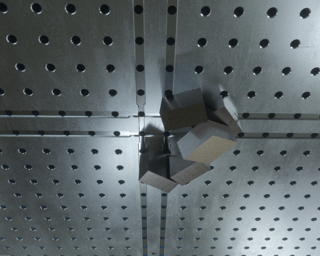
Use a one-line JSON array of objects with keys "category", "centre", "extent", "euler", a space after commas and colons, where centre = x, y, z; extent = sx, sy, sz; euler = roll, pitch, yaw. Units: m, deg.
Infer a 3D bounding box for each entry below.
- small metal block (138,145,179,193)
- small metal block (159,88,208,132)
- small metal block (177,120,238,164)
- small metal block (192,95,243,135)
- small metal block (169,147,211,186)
[{"category": "small metal block", "centre": [-0.002, 0.059, 0.446], "extent": [0.050, 0.050, 0.025], "euler": [27, 125, -21]}, {"category": "small metal block", "centre": [0.029, -0.023, 0.373], "extent": [0.050, 0.050, 0.025], "euler": [-13, 114, 10]}, {"category": "small metal block", "centre": [0.059, 0.018, 0.384], "extent": [0.050, 0.025, 0.050], "euler": [15, 133, -41]}, {"category": "small metal block", "centre": [0.072, -0.008, 0.406], "extent": [0.050, 0.025, 0.050], "euler": [-28, 125, 21]}, {"category": "small metal block", "centre": [0.041, 0.045, 0.435], "extent": [0.050, 0.050, 0.025], "euler": [-35, 122, 26]}]
